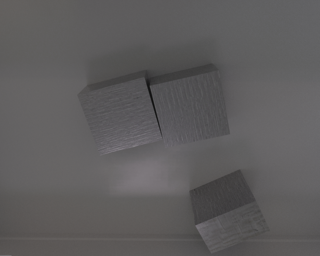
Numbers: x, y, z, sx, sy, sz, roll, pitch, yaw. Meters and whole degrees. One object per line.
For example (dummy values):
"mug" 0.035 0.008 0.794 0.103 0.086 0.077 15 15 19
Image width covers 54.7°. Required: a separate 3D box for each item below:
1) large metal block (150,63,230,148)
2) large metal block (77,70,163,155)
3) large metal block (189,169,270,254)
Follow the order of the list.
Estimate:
"large metal block" 0.037 -0.029 0.387 0.080 0.050 0.080 -12 110 4
"large metal block" -0.046 -0.021 0.390 0.080 0.050 0.080 -14 110 5
"large metal block" 0.091 0.111 0.424 0.080 0.080 0.050 -25 108 9
